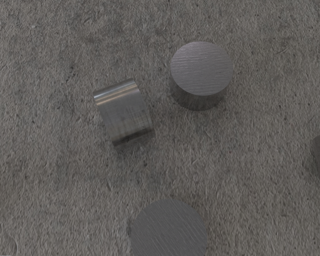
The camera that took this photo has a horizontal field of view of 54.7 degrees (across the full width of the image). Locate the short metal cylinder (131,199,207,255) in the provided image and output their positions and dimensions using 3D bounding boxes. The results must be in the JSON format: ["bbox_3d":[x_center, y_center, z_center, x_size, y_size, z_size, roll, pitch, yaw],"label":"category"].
[{"bbox_3d":[0.010,0.124,0.350,0.081,0.050,0.080,0,70,0],"label":"short metal cylinder"}]

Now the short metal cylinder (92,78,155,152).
[{"bbox_3d":[-0.045,-0.016,0.384,0.050,0.080,0.080,-22,72,-8],"label":"short metal cylinder"}]

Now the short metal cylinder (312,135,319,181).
[{"bbox_3d":[0.229,0.034,0.368,0.081,0.080,0.050,-1,70,0],"label":"short metal cylinder"}]

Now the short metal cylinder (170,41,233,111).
[{"bbox_3d":[0.054,-0.069,0.420,0.081,0.050,0.080,0,70,0],"label":"short metal cylinder"}]
